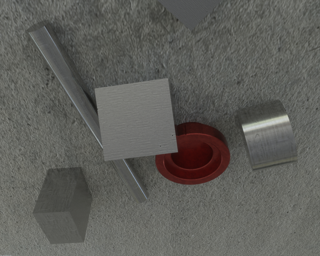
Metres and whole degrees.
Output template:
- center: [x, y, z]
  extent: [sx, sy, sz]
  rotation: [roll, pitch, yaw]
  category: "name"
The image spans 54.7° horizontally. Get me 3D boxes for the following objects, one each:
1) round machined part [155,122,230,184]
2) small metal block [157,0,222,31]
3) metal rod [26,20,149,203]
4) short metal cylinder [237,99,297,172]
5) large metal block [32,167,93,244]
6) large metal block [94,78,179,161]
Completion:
- center: [0.043, 0.030, 0.423]
  extent: [0.099, 0.042, 0.097]
  rotation: [-1, 130, 0]
  category: "round machined part"
- center: [0.029, -0.132, 0.296]
  extent: [0.050, 0.025, 0.050]
  rotation: [34, 122, -26]
  category: "small metal block"
- center: [-0.078, 0.004, 0.408]
  extent: [0.025, 0.025, 0.299]
  rotation: [-15, 129, 12]
  category: "metal rod"
- center: [0.129, 0.010, 0.381]
  extent: [0.050, 0.080, 0.080]
  rotation: [-15, 129, 12]
  category: "short metal cylinder"
- center: [-0.142, 0.117, 0.469]
  extent: [0.050, 0.080, 0.079]
  rotation: [-4, 130, 3]
  category: "large metal block"
- center: [-0.023, -0.009, 0.357]
  extent: [0.080, 0.050, 0.079]
  rotation: [-8, 91, 6]
  category: "large metal block"
